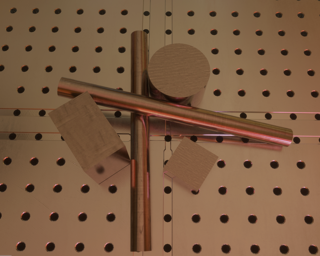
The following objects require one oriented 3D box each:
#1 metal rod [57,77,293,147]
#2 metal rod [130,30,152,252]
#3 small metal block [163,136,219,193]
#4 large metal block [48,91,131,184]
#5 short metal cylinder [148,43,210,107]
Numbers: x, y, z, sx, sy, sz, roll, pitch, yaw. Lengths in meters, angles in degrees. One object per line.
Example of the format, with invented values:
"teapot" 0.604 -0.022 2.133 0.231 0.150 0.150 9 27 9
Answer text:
"metal rod" 0.023 -0.019 0.399 0.302 0.025 0.025 12 70 -4
"metal rod" -0.026 0.003 0.410 0.025 0.025 0.299 -1 70 -1
"small metal block" 0.039 0.047 0.396 0.050 0.025 0.050 32 73 10
"large metal block" -0.081 0.015 0.375 0.050 0.080 0.080 -33 74 -11
"short metal cylinder" 0.025 -0.067 0.423 0.081 0.050 0.080 0 70 0
